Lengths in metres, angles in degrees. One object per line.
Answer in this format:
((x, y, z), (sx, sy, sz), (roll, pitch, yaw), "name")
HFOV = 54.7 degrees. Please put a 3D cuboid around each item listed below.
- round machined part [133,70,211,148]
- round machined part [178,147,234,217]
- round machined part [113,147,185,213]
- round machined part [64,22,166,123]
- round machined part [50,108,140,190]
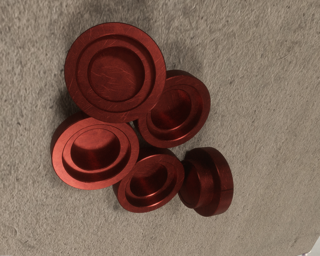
((0.010, -0.027, 0.387), (0.099, 0.042, 0.097), (-14, 125, -21), "round machined part")
((0.056, 0.077, 0.440), (0.042, 0.098, 0.097), (-3, 120, -27), "round machined part")
((-0.019, 0.066, 0.428), (0.099, 0.042, 0.097), (-14, 125, -21), "round machined part")
((-0.045, -0.055, 0.321), (0.099, 0.042, 0.097), (-1, 97, -7), "round machined part")
((-0.077, 0.021, 0.364), (0.099, 0.042, 0.097), (-11, 120, -19), "round machined part")
